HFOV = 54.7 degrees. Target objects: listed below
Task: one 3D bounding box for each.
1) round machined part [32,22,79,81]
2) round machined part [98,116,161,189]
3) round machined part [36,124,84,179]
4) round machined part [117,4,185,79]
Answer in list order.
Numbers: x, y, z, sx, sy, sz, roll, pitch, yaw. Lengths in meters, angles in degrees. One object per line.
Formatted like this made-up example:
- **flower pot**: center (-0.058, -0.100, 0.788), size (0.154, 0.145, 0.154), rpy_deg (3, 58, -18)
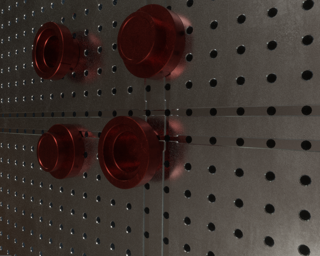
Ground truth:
- **round machined part**: center (-0.179, -0.132, 0.543), size (0.098, 0.042, 0.097), rpy_deg (0, 90, 39)
- **round machined part**: center (-0.038, 0.032, 0.427), size (0.098, 0.042, 0.097), rpy_deg (0, 90, 39)
- **round machined part**: center (-0.180, 0.041, 0.543), size (0.098, 0.042, 0.097), rpy_deg (0, 90, 39)
- **round machined part**: center (-0.019, -0.115, 0.412), size (0.098, 0.042, 0.097), rpy_deg (0, 90, 39)
